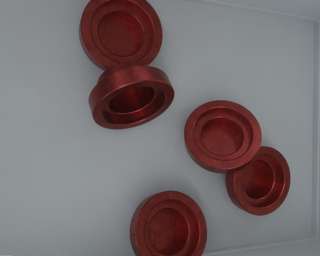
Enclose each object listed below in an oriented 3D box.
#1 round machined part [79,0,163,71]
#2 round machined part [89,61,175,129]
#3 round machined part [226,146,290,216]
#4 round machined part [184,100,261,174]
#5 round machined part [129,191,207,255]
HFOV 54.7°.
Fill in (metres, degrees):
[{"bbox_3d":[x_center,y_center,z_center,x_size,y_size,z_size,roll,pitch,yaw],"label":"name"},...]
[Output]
[{"bbox_3d":[-0.050,-0.114,0.384,0.099,0.042,0.097,0,90,-21],"label":"round machined part"},{"bbox_3d":[-0.036,-0.042,0.367,0.099,0.097,0.042,-12,64,-20],"label":"round machined part"},{"bbox_3d":[0.138,0.074,0.454,0.099,0.042,0.097,0,91,-22],"label":"round machined part"},{"bbox_3d":[0.082,0.015,0.417,0.099,0.042,0.098,-1,65,3],"label":"round machined part"},{"bbox_3d":[0.007,0.132,0.396,0.099,0.042,0.098,8,70,-23],"label":"round machined part"}]
